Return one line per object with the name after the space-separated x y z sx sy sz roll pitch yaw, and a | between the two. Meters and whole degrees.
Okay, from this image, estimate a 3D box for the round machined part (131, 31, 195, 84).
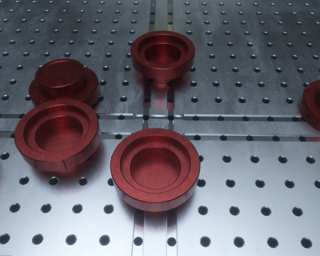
0.005 -0.108 0.487 0.099 0.042 0.098 0 50 0 | round machined part

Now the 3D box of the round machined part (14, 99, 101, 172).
-0.123 0.013 0.385 0.099 0.042 0.098 0 50 0 | round machined part

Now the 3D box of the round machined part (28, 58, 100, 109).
-0.138 -0.064 0.445 0.099 0.042 0.098 -1 46 1 | round machined part

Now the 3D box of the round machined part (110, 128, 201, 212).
-0.005 0.050 0.355 0.099 0.042 0.098 0 50 0 | round machined part

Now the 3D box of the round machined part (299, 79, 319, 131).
0.249 -0.036 0.429 0.099 0.042 0.098 0 50 0 | round machined part
